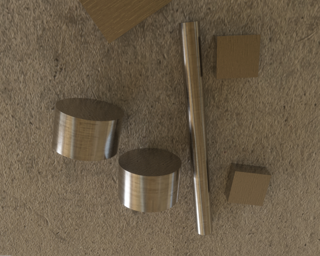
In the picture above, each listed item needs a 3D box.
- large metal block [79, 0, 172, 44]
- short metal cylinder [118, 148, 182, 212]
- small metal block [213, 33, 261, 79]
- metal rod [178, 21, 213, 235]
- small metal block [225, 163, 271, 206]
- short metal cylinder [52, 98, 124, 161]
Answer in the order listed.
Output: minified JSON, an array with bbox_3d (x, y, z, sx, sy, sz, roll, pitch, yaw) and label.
[{"bbox_3d":[-0.043,-0.152,0.340,0.080,0.050,0.080,-32,107,11],"label":"large metal block"},{"bbox_3d":[-0.014,0.065,0.404,0.081,0.080,0.050,3,110,-1],"label":"short metal cylinder"},{"bbox_3d":[0.093,-0.088,0.378,0.050,0.025,0.050,-2,110,0],"label":"small metal block"},{"bbox_3d":[0.051,0.014,0.415,0.025,0.025,0.298,-6,110,2],"label":"metal rod"},{"bbox_3d":[0.124,0.080,0.441,0.050,0.025,0.050,7,110,-3],"label":"small metal block"},{"bbox_3d":[-0.088,-0.001,0.379,0.081,0.080,0.050,11,110,-4],"label":"short metal cylinder"}]
